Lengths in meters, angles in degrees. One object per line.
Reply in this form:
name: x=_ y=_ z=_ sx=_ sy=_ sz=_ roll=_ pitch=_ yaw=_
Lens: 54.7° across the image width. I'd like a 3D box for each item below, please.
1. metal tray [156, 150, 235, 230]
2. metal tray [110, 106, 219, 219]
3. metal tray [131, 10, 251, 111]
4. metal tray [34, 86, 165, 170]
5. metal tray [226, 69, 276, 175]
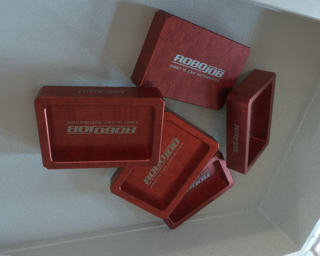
metal tray: x=0.049 y=0.094 z=0.492 sx=0.130 sy=0.030 sz=0.090 roll=-35 pitch=129 yaw=-6
metal tray: x=0.005 y=0.048 z=0.414 sx=0.090 sy=0.030 sz=0.130 roll=32 pitch=99 yaw=-15
metal tray: x=0.040 y=-0.078 z=0.381 sx=0.131 sy=0.030 sz=0.089 roll=10 pitch=113 yaw=-33
metal tray: x=-0.064 y=0.000 z=0.347 sx=0.131 sy=0.030 sz=0.089 roll=-1 pitch=120 yaw=-9
metal tray: x=0.131 y=-0.008 z=0.450 sx=0.091 sy=0.030 sz=0.129 roll=-40 pitch=136 yaw=-37
